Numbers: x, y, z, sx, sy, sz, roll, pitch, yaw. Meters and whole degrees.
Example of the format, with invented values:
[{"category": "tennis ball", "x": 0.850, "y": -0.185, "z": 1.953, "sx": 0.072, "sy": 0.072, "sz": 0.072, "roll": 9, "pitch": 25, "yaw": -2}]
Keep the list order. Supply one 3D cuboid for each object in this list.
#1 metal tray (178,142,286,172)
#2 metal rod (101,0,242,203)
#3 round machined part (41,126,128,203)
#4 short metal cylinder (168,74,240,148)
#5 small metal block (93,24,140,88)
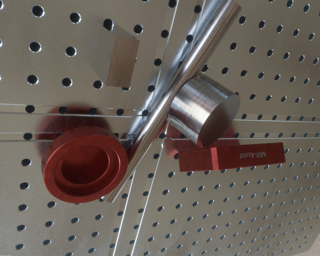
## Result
[{"category": "metal tray", "x": 0.104, "y": 0.043, "z": 0.455, "sx": 0.131, "sy": 0.090, "sz": 0.030, "roll": -1, "pitch": 82, "yaw": -28}, {"category": "metal rod", "x": 0.007, "y": -0.026, "z": 0.400, "sx": 0.025, "sy": 0.025, "sz": 0.299, "roll": 24, "pitch": 105, "yaw": -37}, {"category": "round machined part", "x": -0.092, "y": 0.040, "z": 0.376, "sx": 0.099, "sy": 0.042, "sz": 0.097, "roll": -14, "pitch": 125, "yaw": -21}, {"category": "short metal cylinder", "x": 0.057, "y": -0.021, "z": 0.397, "sx": 0.080, "sy": 0.050, "sz": 0.080, "roll": -36, "pitch": 149, "yaw": -25}, {"category": "small metal block", "x": -0.047, "y": -0.075, "z": 0.324, "sx": 0.025, "sy": 0.050, "sz": 0.050, "roll": 1, "pitch": 118, "yaw": -30}]
